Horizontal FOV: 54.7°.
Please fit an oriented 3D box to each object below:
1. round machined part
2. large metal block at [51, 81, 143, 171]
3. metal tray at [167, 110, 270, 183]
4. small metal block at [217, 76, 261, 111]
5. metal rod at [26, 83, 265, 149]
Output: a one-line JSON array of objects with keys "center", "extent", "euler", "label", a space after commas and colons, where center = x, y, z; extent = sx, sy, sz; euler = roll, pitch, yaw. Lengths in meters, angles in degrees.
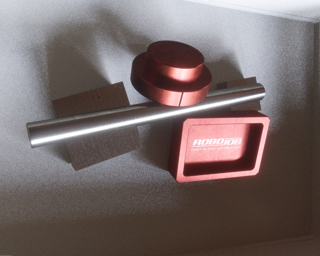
[{"center": [0.016, -0.072, 0.375], "extent": [0.099, 0.098, 0.042], "euler": [-5, 132, -20], "label": "round machined part"}, {"center": [-0.076, -0.003, 0.367], "extent": [0.081, 0.050, 0.080], "euler": [-19, 97, -19], "label": "large metal block"}, {"center": [0.080, 0.023, 0.422], "extent": [0.131, 0.030, 0.089], "euler": [-2, 110, -21], "label": "metal tray"}, {"center": [0.116, -0.045, 0.453], "extent": [0.050, 0.025, 0.050], "euler": [-12, 94, -20], "label": "small metal block"}, {"center": [0.006, -0.022, 0.365], "extent": [0.303, 0.025, 0.025], "euler": [-12, 95, -27], "label": "metal rod"}]
